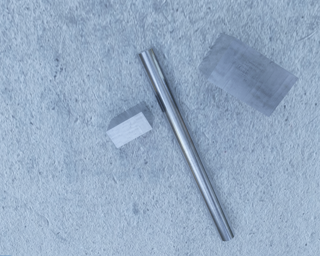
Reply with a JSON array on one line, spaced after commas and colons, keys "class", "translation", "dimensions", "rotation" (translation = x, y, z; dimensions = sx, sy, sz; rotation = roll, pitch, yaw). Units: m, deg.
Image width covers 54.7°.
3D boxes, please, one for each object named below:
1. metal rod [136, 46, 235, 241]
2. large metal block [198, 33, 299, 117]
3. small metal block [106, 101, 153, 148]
[{"class": "metal rod", "translation": [0.042, 0.034, 0.422], "dimensions": [0.025, 0.025, 0.299], "rotation": [-22, 109, 8]}, {"class": "large metal block", "translation": [0.096, -0.064, 0.357], "dimensions": [0.080, 0.080, 0.050], "rotation": [29, 108, -10]}, {"class": "small metal block", "translation": [-0.037, -0.006, 0.394], "dimensions": [0.050, 0.050, 0.025], "rotation": [-29, 108, 10]}]
